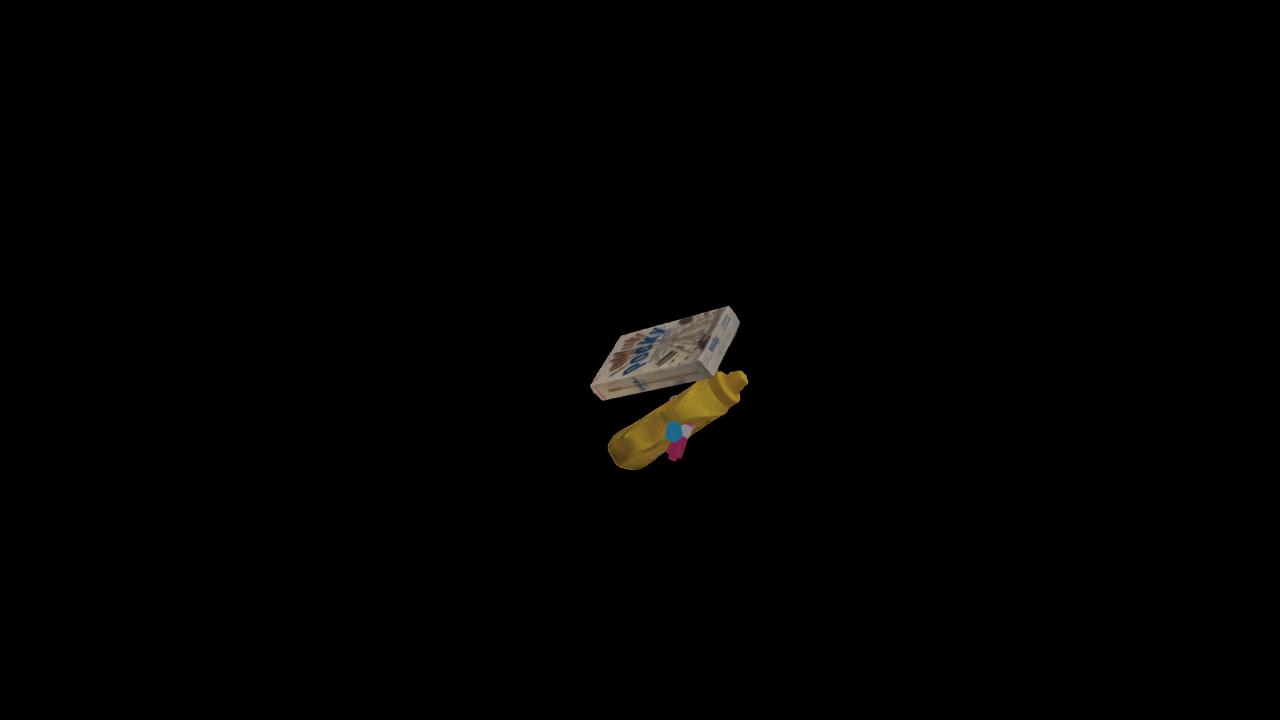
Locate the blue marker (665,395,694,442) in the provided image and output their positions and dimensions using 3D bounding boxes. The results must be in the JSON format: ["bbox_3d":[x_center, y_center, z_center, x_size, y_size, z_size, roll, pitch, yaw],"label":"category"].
[{"bbox_3d":[0.041,0.068,0.722,0.020,0.020,0.121,0,14,5],"label":"blue marker"}]

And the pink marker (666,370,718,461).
[{"bbox_3d":[0.059,0.059,0.701,0.020,0.121,0.020,22,-19,8],"label":"pink marker"}]

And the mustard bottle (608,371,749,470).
[{"bbox_3d":[0.052,0.066,0.731,0.184,0.054,0.092,-36,-19,26],"label":"mustard bottle"}]

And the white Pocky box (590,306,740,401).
[{"bbox_3d":[0.023,-0.005,0.630,0.154,0.028,0.084,-14,35,43],"label":"white Pocky box"}]
